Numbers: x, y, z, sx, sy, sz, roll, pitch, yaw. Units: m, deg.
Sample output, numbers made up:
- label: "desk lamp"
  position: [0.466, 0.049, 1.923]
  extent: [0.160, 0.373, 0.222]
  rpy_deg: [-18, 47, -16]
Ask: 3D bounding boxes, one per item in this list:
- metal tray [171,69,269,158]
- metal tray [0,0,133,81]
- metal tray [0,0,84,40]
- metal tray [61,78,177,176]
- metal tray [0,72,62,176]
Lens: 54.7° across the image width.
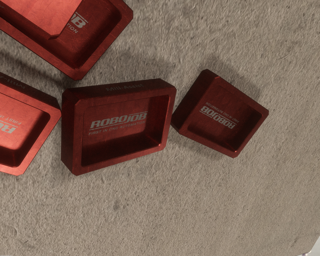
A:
- label: "metal tray"
  position: [0.088, -0.016, 0.443]
  extent: [0.131, 0.030, 0.090]
  rpy_deg: [24, 105, -37]
- label: "metal tray"
  position: [-0.100, -0.115, 0.278]
  extent: [0.090, 0.030, 0.130]
  rpy_deg: [-49, 129, 6]
- label: "metal tray"
  position: [-0.111, -0.139, 0.225]
  extent: [0.130, 0.030, 0.090]
  rpy_deg: [33, 85, -26]
- label: "metal tray"
  position: [-0.045, -0.005, 0.356]
  extent: [0.131, 0.030, 0.089]
  rpy_deg: [-14, 126, -38]
- label: "metal tray"
  position: [-0.176, -0.013, 0.299]
  extent: [0.131, 0.030, 0.090]
  rpy_deg: [28, 103, -38]
